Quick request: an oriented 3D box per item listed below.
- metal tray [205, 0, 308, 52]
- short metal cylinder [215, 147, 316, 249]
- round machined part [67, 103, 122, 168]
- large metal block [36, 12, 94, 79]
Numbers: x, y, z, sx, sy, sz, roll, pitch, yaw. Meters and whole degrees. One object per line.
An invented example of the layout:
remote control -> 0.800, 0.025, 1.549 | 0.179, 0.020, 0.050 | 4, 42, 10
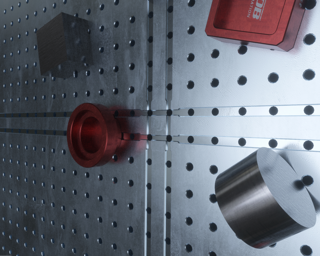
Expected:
metal tray -> 0.106, -0.152, 0.318 | 0.090, 0.030, 0.129 | 22, 104, 37
short metal cylinder -> 0.098, 0.065, 0.292 | 0.050, 0.081, 0.080 | -42, 65, 32
round machined part -> -0.098, 0.011, 0.479 | 0.098, 0.042, 0.097 | 0, 90, 40
large metal block -> -0.163, -0.137, 0.528 | 0.080, 0.050, 0.080 | -14, 81, 39
